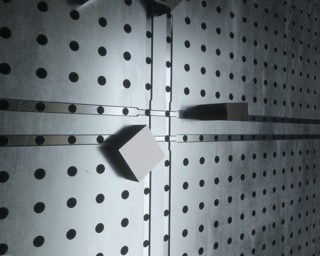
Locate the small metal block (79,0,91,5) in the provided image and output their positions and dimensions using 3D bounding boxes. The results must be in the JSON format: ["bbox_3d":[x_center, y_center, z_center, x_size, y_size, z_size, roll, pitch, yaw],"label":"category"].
[{"bbox_3d":[-0.076,-0.174,0.344,0.050,0.025,0.050,-45,117,-31],"label":"small metal block"}]

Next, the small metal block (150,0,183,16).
[{"bbox_3d":[0.008,-0.188,0.414,0.050,0.025,0.050,-52,120,-27],"label":"small metal block"}]

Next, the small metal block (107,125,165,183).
[{"bbox_3d":[-0.028,0.031,0.385,0.050,0.025,0.050,-43,116,-31],"label":"small metal block"}]

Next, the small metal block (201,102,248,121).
[{"bbox_3d":[0.099,-0.025,0.474,0.050,0.050,0.025,-5,93,-40],"label":"small metal block"}]
